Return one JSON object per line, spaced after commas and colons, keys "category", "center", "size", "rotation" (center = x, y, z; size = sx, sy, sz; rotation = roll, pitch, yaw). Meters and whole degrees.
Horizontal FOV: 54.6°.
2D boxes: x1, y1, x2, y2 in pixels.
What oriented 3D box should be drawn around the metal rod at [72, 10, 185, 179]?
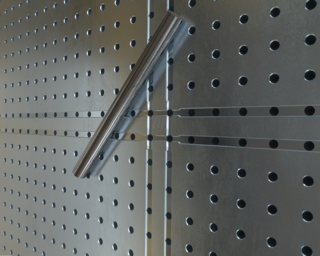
{"category": "metal rod", "center": [-0.058, -0.034, 0.458], "size": [0.025, 0.025, 0.298], "rotation": [50, 120, 28]}
